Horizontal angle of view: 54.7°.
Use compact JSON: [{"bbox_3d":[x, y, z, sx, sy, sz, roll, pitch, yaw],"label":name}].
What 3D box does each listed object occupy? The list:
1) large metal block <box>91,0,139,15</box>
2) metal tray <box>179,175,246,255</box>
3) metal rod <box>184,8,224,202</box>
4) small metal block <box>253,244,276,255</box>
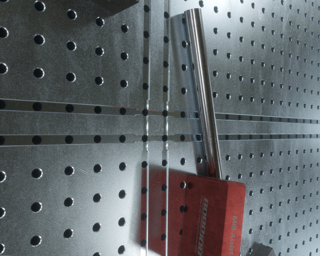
[{"bbox_3d":[-0.061,-0.188,0.343,0.080,0.050,0.080,19,78,-39],"label":"large metal block"},{"bbox_3d":[0.069,0.134,0.424,0.030,0.090,0.129,10,83,-29],"label":"metal tray"},{"bbox_3d":[0.070,-0.025,0.470,0.025,0.025,0.298,-15,100,-39],"label":"metal rod"},{"bbox_3d":[0.195,0.256,0.577,0.050,0.025,0.050,-39,114,-33],"label":"small metal block"}]
